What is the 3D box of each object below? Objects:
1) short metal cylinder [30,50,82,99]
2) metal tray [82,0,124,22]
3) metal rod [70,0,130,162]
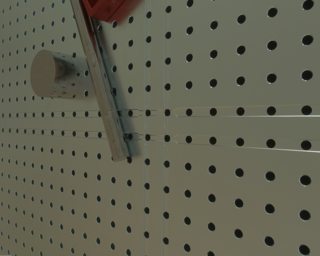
[{"bbox_3d":[-0.182,-0.092,0.540,0.080,0.050,0.079,0,90,39],"label":"short metal cylinder"},{"bbox_3d":[-0.071,-0.237,0.462,0.130,0.030,0.090,-36,68,33],"label":"metal tray"},{"bbox_3d":[-0.099,-0.093,0.488,0.025,0.025,0.299,-28,73,36],"label":"metal rod"}]
